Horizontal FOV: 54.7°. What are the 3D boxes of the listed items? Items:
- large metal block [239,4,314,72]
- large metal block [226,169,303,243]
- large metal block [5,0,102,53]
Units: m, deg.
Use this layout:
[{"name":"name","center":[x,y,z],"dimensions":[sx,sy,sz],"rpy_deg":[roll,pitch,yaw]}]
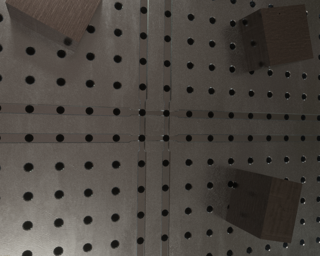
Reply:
[{"name":"large metal block","center":[0.174,-0.134,0.465],"dimensions":[0.081,0.050,0.080],"rpy_deg":[-13,95,-20]},{"name":"large metal block","center":[0.144,0.107,0.439],"dimensions":[0.050,0.080,0.080],"rpy_deg":[15,85,-20]},{"name":"large metal block","center":[-0.116,-0.147,0.357],"dimensions":[0.080,0.050,0.080],"rpy_deg":[27,81,-19]}]
